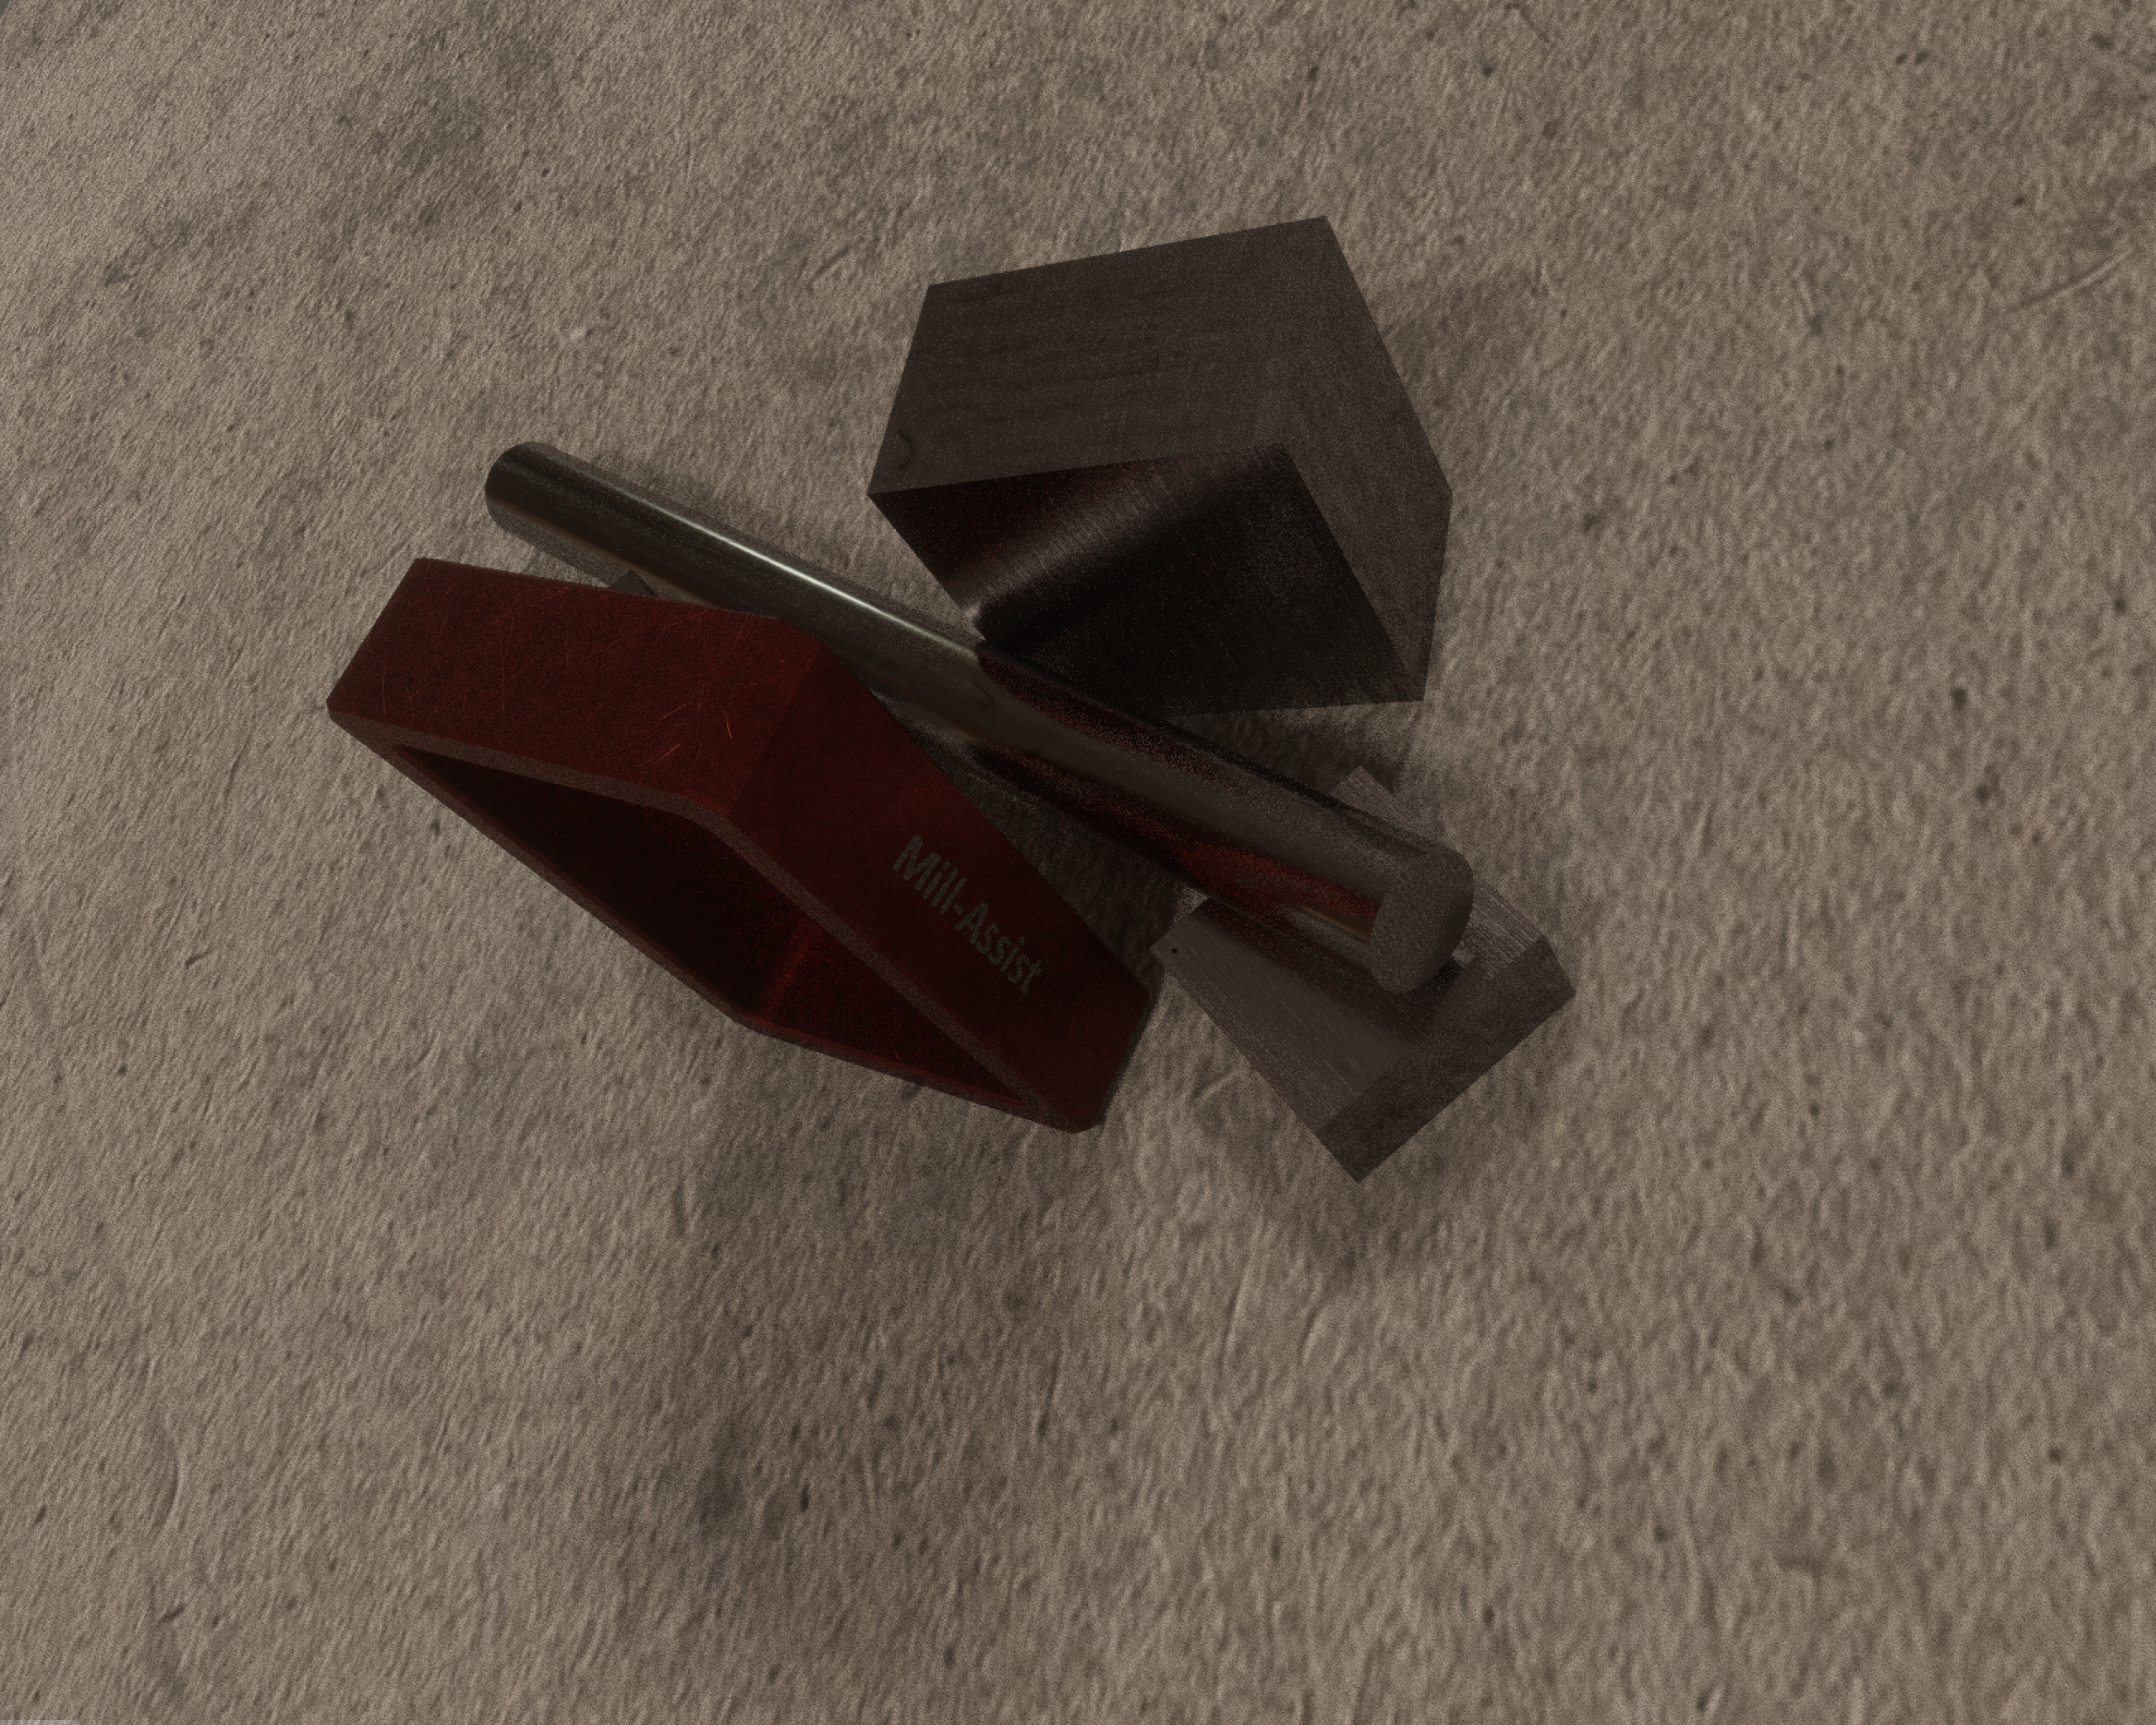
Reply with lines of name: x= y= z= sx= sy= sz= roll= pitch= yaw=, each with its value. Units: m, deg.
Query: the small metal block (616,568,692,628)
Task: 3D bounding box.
small metal block: x=-0.082 y=-0.027 z=0.447 sx=0.025 sy=0.050 sz=0.050 roll=-39 pitch=51 yaw=2

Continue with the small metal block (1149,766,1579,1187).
small metal block: x=0.050 y=0.019 z=0.367 sx=0.050 sy=0.025 sz=0.050 roll=-41 pitch=51 yaw=0

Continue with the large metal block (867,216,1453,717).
large metal block: x=0.019 y=-0.071 z=0.401 sx=0.080 sy=0.080 sz=0.050 roll=-2 pitch=61 yaw=27

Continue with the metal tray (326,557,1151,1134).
metal tray: x=-0.054 y=0.000 z=0.365 sx=0.090 sy=0.130 sz=0.030 roll=13 pitch=69 yaw=33

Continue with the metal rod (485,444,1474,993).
metal rod: x=-0.043 y=-0.043 z=0.435 sx=0.300 sy=0.025 sz=0.025 roll=28 pitch=77 yaw=42
